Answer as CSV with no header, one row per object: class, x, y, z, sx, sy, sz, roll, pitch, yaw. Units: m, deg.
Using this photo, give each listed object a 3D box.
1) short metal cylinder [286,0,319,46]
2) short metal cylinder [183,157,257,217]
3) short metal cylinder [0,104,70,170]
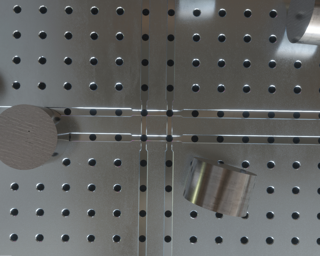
short metal cylinder,0.200,-0.145,0.387,0.050,0.080,0.080,5,90,0
short metal cylinder,0.074,0.071,0.386,0.080,0.080,0.050,15,90,0
short metal cylinder,-0.164,0.011,0.399,0.081,0.050,0.079,0,90,0
